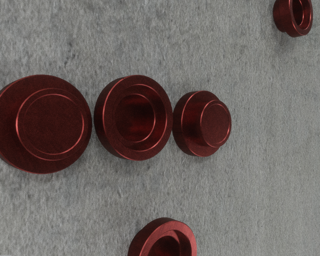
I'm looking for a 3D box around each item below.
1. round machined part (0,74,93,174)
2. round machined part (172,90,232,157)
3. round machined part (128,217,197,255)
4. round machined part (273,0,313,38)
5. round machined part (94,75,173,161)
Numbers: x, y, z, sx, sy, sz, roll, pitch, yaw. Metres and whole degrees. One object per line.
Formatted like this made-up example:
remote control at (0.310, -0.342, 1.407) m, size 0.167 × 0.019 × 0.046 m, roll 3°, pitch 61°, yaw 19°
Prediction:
round machined part at (-0.110, -0.004, 0.303) m, size 0.099 × 0.042 × 0.097 m, roll 0°, pitch 90°, yaw -40°
round machined part at (0.067, -0.006, 0.453) m, size 0.099 × 0.042 × 0.097 m, roll 0°, pitch 90°, yaw -40°
round machined part at (-0.002, 0.163, 0.395) m, size 0.099 × 0.042 × 0.097 m, roll 0°, pitch 90°, yaw -40°
round machined part at (0.262, -0.229, 0.617) m, size 0.099 × 0.042 × 0.097 m, roll 0°, pitch 90°, yaw -40°
round machined part at (-0.035, -0.012, 0.366) m, size 0.099 × 0.042 × 0.097 m, roll 0°, pitch 90°, yaw -40°
